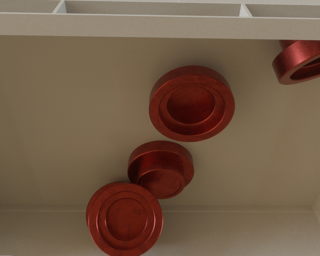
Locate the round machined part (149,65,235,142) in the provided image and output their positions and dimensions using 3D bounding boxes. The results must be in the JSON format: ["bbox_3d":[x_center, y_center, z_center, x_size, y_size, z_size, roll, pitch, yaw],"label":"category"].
[{"bbox_3d":[0.037,-0.032,0.371,0.099,0.042,0.097,-1,130,0],"label":"round machined part"}]

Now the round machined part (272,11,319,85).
[{"bbox_3d":[0.160,-0.083,0.308,0.099,0.042,0.098,-16,168,-3],"label":"round machined part"}]

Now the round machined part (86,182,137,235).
[{"bbox_3d":[-0.063,0.131,0.471,0.099,0.097,0.042,5,171,-5],"label":"round machined part"}]

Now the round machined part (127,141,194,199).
[{"bbox_3d":[0.001,0.068,0.456,0.099,0.042,0.097,-1,130,0],"label":"round machined part"}]

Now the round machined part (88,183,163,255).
[{"bbox_3d":[-0.046,0.125,0.430,0.099,0.097,0.042,3,172,-4],"label":"round machined part"}]
